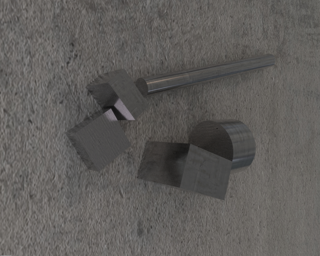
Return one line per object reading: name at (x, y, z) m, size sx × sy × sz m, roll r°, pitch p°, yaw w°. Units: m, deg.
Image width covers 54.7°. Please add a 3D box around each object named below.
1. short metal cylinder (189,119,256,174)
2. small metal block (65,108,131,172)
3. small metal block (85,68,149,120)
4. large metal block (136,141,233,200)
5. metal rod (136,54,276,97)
short metal cylinder at (0.087, 0.028, 0.442) m, size 0.050 × 0.080 × 0.079 m, roll -5°, pitch 93°, yaw -40°
small metal block at (-0.068, 0.013, 0.348) m, size 0.050 × 0.025 × 0.050 m, roll -40°, pitch 115°, yaw -33°
small metal block at (-0.048, -0.036, 0.348) m, size 0.025 × 0.050 × 0.050 m, roll -49°, pitch 119°, yaw -29°
large metal block at (0.031, 0.053, 0.395) m, size 0.080 × 0.080 × 0.050 m, roll 24°, pitch 75°, yaw -38°
metal rod at (0.090, -0.087, 0.479) m, size 0.302 × 0.025 × 0.025 m, roll -18°, pitch 102°, yaw -38°
